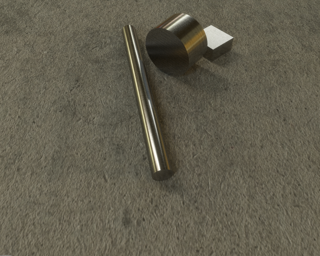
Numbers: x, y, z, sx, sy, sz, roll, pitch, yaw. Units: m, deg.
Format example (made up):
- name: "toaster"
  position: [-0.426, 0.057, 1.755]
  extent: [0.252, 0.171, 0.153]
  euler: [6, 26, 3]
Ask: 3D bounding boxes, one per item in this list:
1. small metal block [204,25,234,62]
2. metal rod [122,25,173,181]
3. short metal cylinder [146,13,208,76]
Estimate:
- name: "small metal block"
  position: [0.087, -0.144, 0.525]
  extent: [0.050, 0.025, 0.050]
  euler: [-34, 58, -25]
- name: "metal rod"
  position: [-0.026, -0.058, 0.451]
  extent: [0.025, 0.025, 0.300]
  euler: [-8, 51, -7]
- name: "short metal cylinder"
  position: [0.025, -0.127, 0.474]
  extent: [0.080, 0.080, 0.050]
  euler: [30, 56, 23]
